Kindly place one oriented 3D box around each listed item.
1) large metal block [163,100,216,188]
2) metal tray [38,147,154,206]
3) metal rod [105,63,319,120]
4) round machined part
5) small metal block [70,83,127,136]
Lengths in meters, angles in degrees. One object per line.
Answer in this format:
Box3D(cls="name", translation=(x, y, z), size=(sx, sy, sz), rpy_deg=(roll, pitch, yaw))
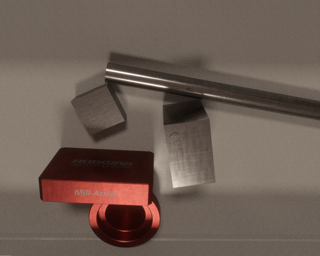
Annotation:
Box3D(cls="large metal block", translation=(0.035, 0.017, 0.389), size=(0.050, 0.080, 0.079), rpy_deg=(-8, 110, 2))
Box3D(cls="metal tray", translation=(-0.074, 0.059, 0.397), size=(0.131, 0.090, 0.030), rpy_deg=(3, 110, -2))
Box3D(cls="metal rod", translation=(0.083, -0.044, 0.396), size=(0.302, 0.025, 0.025), rpy_deg=(10, 110, -4))
Box3D(cls="round machined part", translation=(-0.049, 0.119, 0.445), size=(0.099, 0.042, 0.097), rpy_deg=(0, 110, -1))
Box3D(cls="small metal block", translation=(-0.078, -0.025, 0.401), size=(0.050, 0.025, 0.050), rpy_deg=(-23, 109, 7))
